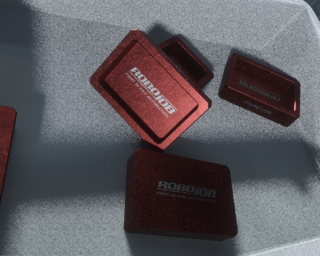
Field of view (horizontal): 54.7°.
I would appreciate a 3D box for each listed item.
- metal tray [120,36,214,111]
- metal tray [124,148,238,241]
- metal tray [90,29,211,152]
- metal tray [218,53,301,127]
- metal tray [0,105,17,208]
[{"bbox_3d":[0.011,-0.076,0.456,0.090,0.030,0.131,47,51,4],"label":"metal tray"},{"bbox_3d":[0.026,0.081,0.369,0.131,0.030,0.090,13,56,-21],"label":"metal tray"},{"bbox_3d":[-0.012,-0.045,0.384,0.130,0.090,0.030,46,18,4],"label":"metal tray"},{"bbox_3d":[0.170,-0.066,0.523,0.131,0.030,0.090,23,53,-3],"label":"metal tray"},{"bbox_3d":[-0.189,0.036,0.279,0.091,0.030,0.130,9,58,-24],"label":"metal tray"}]
